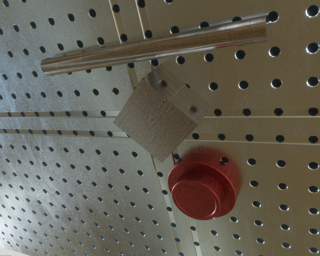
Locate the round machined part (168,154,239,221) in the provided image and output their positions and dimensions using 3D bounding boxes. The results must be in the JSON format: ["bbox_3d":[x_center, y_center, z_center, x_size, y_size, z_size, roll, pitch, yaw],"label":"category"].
[{"bbox_3d":[0.055,0.087,0.425,0.098,0.042,0.097,13,124,21],"label":"round machined part"}]

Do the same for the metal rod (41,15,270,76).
[{"bbox_3d":[-0.028,-0.091,0.369,0.300,0.025,0.025,-2,118,29],"label":"metal rod"}]

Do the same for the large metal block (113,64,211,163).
[{"bbox_3d":[0.002,-0.017,0.384,0.080,0.050,0.080,40,129,1],"label":"large metal block"}]
